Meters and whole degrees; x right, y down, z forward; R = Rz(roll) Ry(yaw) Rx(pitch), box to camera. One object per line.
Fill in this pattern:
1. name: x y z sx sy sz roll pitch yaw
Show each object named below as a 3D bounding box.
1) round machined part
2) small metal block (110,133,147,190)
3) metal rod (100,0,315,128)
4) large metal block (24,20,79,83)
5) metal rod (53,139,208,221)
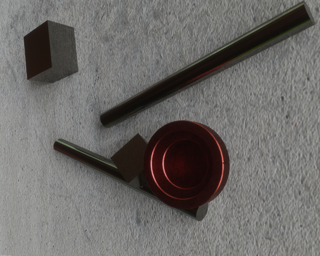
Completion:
1. round machined part: 0.034 0.041 0.358 0.098 0.042 0.097 -3 85 30
2. small metal block: -0.029 0.044 0.410 0.050 0.025 0.050 -42 53 -1
3. metal rod: 0.029 -0.060 0.378 0.299 0.025 0.025 -24 75 37
4. large metal block: -0.192 -0.130 0.544 0.080 0.050 0.080 -12 82 39
5. metal rod: -0.064 0.064 0.454 0.300 0.025 0.025 16 100 38
